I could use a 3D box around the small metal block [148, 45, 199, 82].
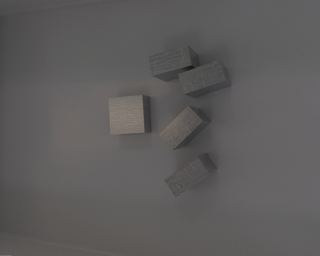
[{"bbox_3d":[0.020,-0.080,0.390,0.050,0.050,0.025,-12,86,19],"label":"small metal block"}]

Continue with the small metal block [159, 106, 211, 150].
[{"bbox_3d":[0.033,0.000,0.386,0.050,0.050,0.025,-45,76,14],"label":"small metal block"}]

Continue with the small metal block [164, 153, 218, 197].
[{"bbox_3d":[0.039,0.057,0.383,0.050,0.050,0.025,-37,78,16],"label":"small metal block"}]

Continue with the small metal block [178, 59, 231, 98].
[{"bbox_3d":[0.056,-0.058,0.377,0.050,0.050,0.025,-17,85,19],"label":"small metal block"}]

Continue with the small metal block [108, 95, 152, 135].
[{"bbox_3d":[-0.041,-0.017,0.425,0.050,0.025,0.050,-4,89,20],"label":"small metal block"}]
